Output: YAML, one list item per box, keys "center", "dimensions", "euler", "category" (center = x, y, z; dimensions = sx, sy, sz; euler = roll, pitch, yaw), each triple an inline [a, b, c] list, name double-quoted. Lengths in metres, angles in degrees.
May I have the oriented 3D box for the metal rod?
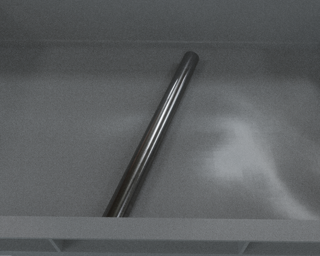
- center: [-0.001, -0.004, 0.406]
  dimensions: [0.025, 0.025, 0.301]
  euler: [16, 52, 13]
  category: "metal rod"
